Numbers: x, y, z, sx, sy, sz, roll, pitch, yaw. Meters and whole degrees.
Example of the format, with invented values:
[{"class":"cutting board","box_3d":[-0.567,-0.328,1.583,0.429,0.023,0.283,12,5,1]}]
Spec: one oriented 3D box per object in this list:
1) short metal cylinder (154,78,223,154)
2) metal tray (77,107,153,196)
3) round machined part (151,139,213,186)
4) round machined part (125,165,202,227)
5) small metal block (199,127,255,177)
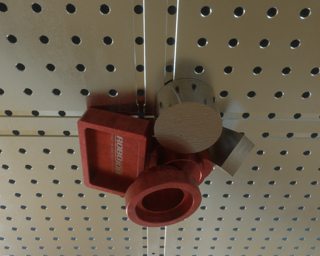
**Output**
[{"class":"short metal cylinder","box_3d":[0.033,-0.014,0.383,0.081,0.050,0.079,0,130,0]},{"class":"metal tray","box_3d":[-0.061,0.039,0.427,0.090,0.030,0.129,13,130,7]},{"class":"round machined part","box_3d":[0.029,0.054,0.446,0.099,0.042,0.097,-1,130,0]},{"class":"round machined part","box_3d":[0.002,0.087,0.412,0.099,0.042,0.097,-7,133,-8]},{"class":"small metal block","box_3d":[0.087,0.029,0.409,0.025,0.050,0.050,39,85,-28]}]
